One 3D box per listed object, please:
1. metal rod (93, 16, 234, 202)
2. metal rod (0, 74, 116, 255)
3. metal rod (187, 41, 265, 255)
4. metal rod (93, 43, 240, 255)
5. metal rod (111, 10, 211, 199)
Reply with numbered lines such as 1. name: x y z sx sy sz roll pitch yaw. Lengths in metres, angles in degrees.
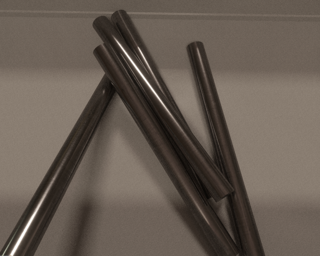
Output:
1. metal rod: -0.007 -0.038 0.400 0.025 0.025 0.299 -31 69 -11
2. metal rod: -0.093 0.022 0.337 0.025 0.025 0.300 13 46 4
3. metal rod: 0.081 0.019 0.403 0.025 0.025 0.299 -11 70 -4
4. metal rod: 0.002 0.022 0.380 0.025 0.025 0.299 -30 81 -11
5. metal rod: 0.003 -0.044 0.425 0.025 0.025 0.299 -24 72 -9
